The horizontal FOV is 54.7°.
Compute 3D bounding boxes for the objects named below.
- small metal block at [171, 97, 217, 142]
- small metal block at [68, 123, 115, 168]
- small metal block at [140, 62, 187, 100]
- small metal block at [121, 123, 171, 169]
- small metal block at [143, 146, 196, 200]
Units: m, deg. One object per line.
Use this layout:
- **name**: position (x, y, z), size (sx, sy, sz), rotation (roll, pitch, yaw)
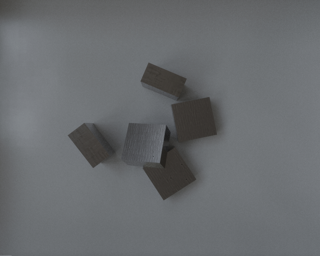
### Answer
- **small metal block**: position (0.044, -0.011, 0.412), size (0.050, 0.025, 0.050), rotation (-11, 90, -1)
- **small metal block**: position (-0.086, 0.021, 0.398), size (0.025, 0.050, 0.050), rotation (-38, 90, 0)
- **small metal block**: position (0.004, -0.058, 0.399), size (0.050, 0.050, 0.025), rotation (23, 90, -1)
- **small metal block**: position (-0.017, 0.022, 0.396), size (0.050, 0.025, 0.050), rotation (3, 68, 17)
- **small metal block**: position (0.012, 0.059, 0.412), size (0.050, 0.025, 0.050), rotation (-33, 90, -1)
